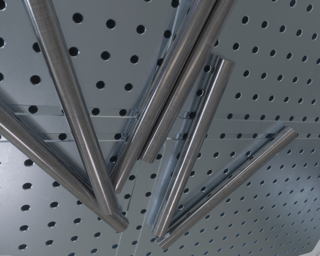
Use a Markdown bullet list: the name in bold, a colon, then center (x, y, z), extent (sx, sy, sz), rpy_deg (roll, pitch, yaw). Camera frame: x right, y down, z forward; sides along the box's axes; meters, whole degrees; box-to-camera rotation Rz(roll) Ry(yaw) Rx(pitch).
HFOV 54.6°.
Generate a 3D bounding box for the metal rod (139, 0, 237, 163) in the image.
- **metal rod**: center (0.045, -0.086, 0.381), extent (0.025, 0.025, 0.298), rpy_deg (15, 111, -34)

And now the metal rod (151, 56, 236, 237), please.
- **metal rod**: center (0.042, 0.042, 0.458), extent (0.025, 0.025, 0.298), rpy_deg (5, 116, -31)

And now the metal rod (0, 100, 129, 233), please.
- **metal rod**: center (-0.122, 0.050, 0.374), extent (0.025, 0.025, 0.300), rpy_deg (-37, 129, -4)

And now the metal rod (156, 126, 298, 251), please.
- **metal rod**: center (0.115, 0.103, 0.536), extent (0.300, 0.025, 0.025), rpy_deg (-41, 129, -1)

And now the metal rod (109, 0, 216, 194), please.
- **metal rod**: center (-0.001, -0.045, 0.382), extent (0.025, 0.025, 0.298), rpy_deg (15, 111, -34)

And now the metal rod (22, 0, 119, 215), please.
- **metal rod**: center (-0.091, -0.019, 0.335), extent (0.025, 0.025, 0.298), rpy_deg (-21, 122, -16)
